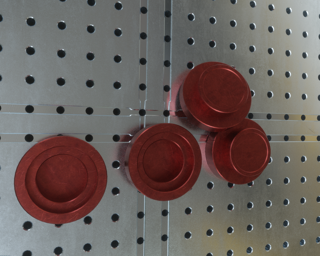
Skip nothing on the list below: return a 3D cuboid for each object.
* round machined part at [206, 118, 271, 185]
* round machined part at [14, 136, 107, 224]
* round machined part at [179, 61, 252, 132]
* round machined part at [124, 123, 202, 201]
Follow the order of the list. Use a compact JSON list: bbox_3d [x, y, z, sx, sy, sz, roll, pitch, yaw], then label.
[{"bbox_3d":[0.120,0.034,0.450,0.099,0.042,0.097,0,90,-21],"label":"round machined part"},{"bbox_3d":[-0.114,0.057,0.362,0.099,0.042,0.097,0,90,-21],"label":"round machined part"},{"bbox_3d":[0.079,-0.046,0.420,0.099,0.042,0.098,3,74,-10],"label":"round machined part"},{"bbox_3d":[0.001,0.042,0.405,0.099,0.042,0.097,0,90,-21],"label":"round machined part"}]
